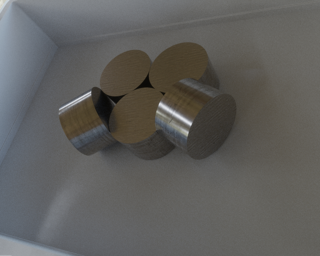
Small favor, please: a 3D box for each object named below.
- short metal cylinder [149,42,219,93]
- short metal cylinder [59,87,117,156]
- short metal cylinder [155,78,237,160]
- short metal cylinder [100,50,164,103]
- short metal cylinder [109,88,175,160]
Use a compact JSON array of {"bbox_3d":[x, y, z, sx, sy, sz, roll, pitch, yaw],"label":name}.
[{"bbox_3d":[0.033,-0.066,0.411,0.080,0.050,0.080,-13,56,21],"label":"short metal cylinder"},{"bbox_3d":[-0.090,-0.009,0.422,0.050,0.080,0.080,-27,52,11],"label":"short metal cylinder"},{"bbox_3d":[0.041,-0.011,0.353,0.050,0.080,0.080,33,81,38],"label":"short metal cylinder"},{"bbox_3d":[-0.039,-0.066,0.449,0.080,0.050,0.080,-13,56,21],"label":"short metal cylinder"},{"bbox_3d":[-0.018,-0.005,0.400,0.080,0.050,0.080,-13,56,21],"label":"short metal cylinder"}]
